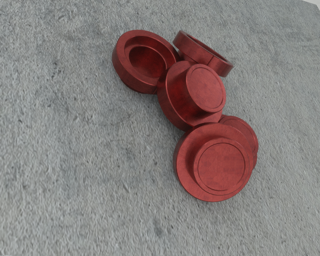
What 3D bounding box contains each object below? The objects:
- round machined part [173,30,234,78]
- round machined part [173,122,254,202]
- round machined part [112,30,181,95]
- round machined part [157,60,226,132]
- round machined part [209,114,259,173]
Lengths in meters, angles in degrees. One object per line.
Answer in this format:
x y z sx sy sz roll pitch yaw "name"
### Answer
0.060 -0.105 0.475 0.098 0.042 0.098 29 21 -12 "round machined part"
0.068 0.043 0.374 0.099 0.042 0.097 -1 95 -9 "round machined part"
-0.021 -0.087 0.438 0.099 0.042 0.098 14 56 -21 "round machined part"
0.048 -0.045 0.407 0.099 0.042 0.098 14 64 -32 "round machined part"
0.098 0.021 0.436 0.099 0.042 0.098 14 56 -21 "round machined part"
